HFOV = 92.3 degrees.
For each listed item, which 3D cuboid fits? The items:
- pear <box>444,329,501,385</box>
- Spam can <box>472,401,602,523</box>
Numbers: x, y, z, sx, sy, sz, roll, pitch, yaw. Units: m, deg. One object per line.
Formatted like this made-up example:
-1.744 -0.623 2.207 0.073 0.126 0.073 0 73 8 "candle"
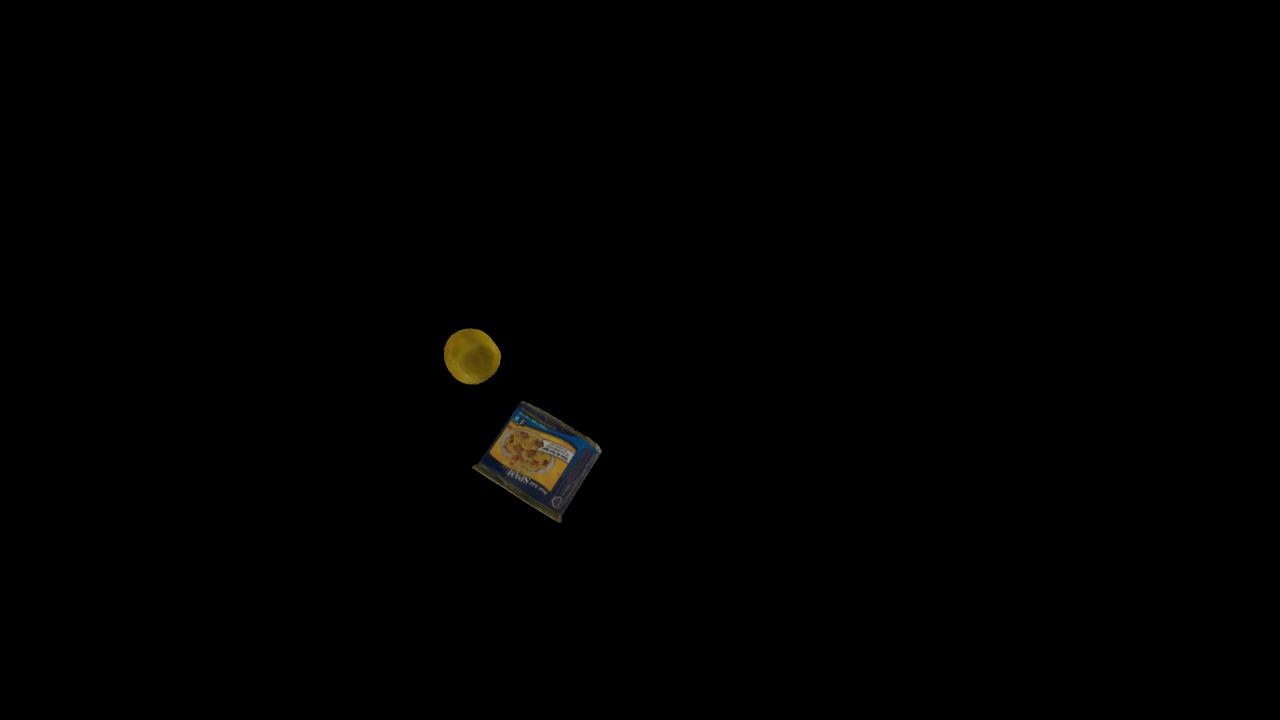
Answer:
-0.243 -0.009 0.877 0.080 0.080 0.111 0 10 -22 "pear"
-0.102 0.101 0.626 0.101 0.085 0.058 28 -15 16 "Spam can"
